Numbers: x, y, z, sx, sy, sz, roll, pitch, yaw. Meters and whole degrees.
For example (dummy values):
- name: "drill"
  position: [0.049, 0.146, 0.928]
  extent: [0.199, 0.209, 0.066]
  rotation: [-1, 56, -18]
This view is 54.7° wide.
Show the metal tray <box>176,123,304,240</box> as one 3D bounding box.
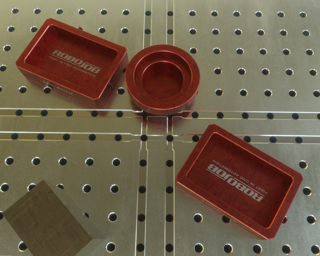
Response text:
- name: "metal tray"
  position: [0.096, 0.065, 0.385]
  extent: [0.130, 0.030, 0.090]
  rotation: [31, 73, 10]

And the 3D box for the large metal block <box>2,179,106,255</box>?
- name: "large metal block"
  position: [-0.111, 0.110, 0.341]
  extent: [0.050, 0.080, 0.080]
  rotation: [-42, 75, -13]

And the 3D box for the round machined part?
- name: "round machined part"
  position: [0.004, -0.062, 0.425]
  extent: [0.099, 0.042, 0.098]
  rotation: [0, 70, 0]

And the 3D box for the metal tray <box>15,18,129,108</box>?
- name: "metal tray"
  position: [-0.122, -0.094, 0.442]
  extent: [0.130, 0.030, 0.090]
  rotation: [23, 72, 8]
